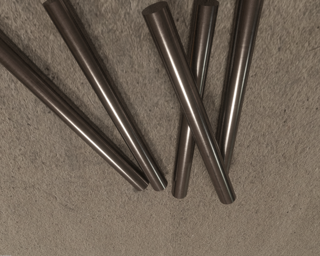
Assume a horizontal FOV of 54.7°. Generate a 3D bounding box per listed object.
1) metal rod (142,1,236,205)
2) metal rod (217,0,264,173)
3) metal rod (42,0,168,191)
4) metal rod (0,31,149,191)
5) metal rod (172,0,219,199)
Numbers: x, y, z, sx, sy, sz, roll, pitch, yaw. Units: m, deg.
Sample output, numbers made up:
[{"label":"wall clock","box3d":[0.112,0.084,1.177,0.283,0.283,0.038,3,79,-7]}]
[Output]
[{"label":"metal rod","box3d":[0.048,-0.003,0.371,0.025,0.025,0.299,-16,129,13]},{"label":"metal rod","box3d":[0.089,-0.038,0.376,0.025,0.025,0.298,-1,130,0]},{"label":"metal rod","box3d":[-0.051,-0.018,0.390,0.025,0.025,0.299,-16,129,12]},{"label":"metal rod","box3d":[-0.106,-0.009,0.398,0.025,0.025,0.300,-26,126,20]},{"label":"metal rod","box3d":[0.038,-0.010,0.399,0.025,0.025,0.298,2,130,-2]}]
